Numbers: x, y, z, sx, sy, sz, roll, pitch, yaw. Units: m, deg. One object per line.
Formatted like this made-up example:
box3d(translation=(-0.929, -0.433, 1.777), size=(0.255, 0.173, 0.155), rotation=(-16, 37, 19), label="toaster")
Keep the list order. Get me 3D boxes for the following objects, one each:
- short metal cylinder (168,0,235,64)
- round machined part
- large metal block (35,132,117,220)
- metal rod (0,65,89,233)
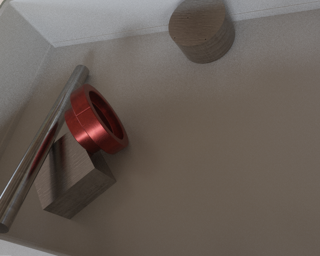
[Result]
box3d(translation=(0.059, -0.137, 0.433), size=(0.080, 0.050, 0.080), rotation=(-9, 69, 25), label="short metal cylinder")
box3d(translation=(-0.087, -0.006, 0.406), size=(0.042, 0.098, 0.098), rotation=(-32, 52, 7), label="round machined part")
box3d(translation=(-0.117, 0.060, 0.413), size=(0.080, 0.050, 0.080), rotation=(-39, 51, 1), label="large metal block")
box3d(translation=(-0.150, 0.001, 0.425), size=(0.025, 0.025, 0.300), rotation=(-14, 38, 20), label="metal rod")
